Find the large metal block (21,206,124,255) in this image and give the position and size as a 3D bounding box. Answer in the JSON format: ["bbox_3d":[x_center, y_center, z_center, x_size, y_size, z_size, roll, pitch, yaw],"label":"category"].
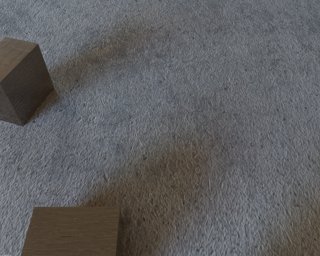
[{"bbox_3d":[-0.078,0.121,0.285,0.081,0.050,0.080,0,50,0],"label":"large metal block"}]

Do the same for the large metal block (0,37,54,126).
[{"bbox_3d":[-0.197,-0.062,0.419,0.050,0.080,0.080,14,52,12],"label":"large metal block"}]
